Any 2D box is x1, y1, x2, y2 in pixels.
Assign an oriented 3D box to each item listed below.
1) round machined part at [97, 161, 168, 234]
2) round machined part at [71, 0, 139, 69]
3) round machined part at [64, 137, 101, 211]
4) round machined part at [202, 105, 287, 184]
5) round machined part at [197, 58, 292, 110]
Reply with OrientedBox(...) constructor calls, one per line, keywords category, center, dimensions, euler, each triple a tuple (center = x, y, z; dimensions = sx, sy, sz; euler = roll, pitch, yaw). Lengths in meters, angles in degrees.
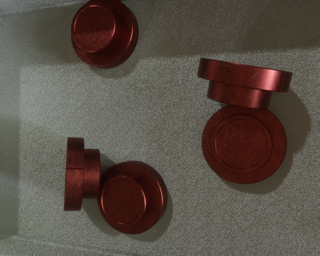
OrientedBox(category="round machined part", center=(-0.043, 0.095, 0.417), dimensions=(0.098, 0.042, 0.097), euler=(0, 90, 20))
OrientedBox(category="round machined part", center=(-0.083, -0.135, 0.431), dimensions=(0.098, 0.042, 0.097), euler=(0, 90, 20))
OrientedBox(category="round machined part", center=(-0.105, 0.062, 0.419), dimensions=(0.042, 0.098, 0.097), euler=(3, 91, -17))
OrientedBox(category="round machined part", center=(0.098, 0.018, 0.367), dimensions=(0.098, 0.042, 0.097), euler=(0, 90, 20))
OrientedBox(category="round machined part", center=(0.089, -0.048, 0.341), dimensions=(0.098, 0.098, 0.042), euler=(14, 104, 19))
